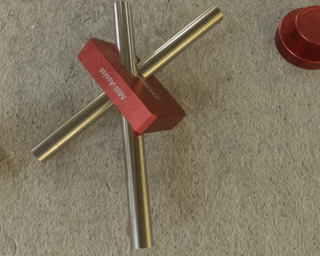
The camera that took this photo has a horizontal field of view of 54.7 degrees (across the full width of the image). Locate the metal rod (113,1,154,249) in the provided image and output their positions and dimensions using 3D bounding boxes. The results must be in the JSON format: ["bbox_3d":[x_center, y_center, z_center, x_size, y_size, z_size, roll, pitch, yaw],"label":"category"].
[{"bbox_3d":[-0.034,-0.016,0.371,0.025,0.025,0.299,-6,75,-2],"label":"metal rod"}]

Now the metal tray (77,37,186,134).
[{"bbox_3d":[-0.033,-0.053,0.392,0.030,0.090,0.130,-46,73,23],"label":"metal tray"}]

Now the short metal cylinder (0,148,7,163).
[{"bbox_3d":[-0.233,0.026,0.368,0.080,0.080,0.050,37,74,12],"label":"short metal cylinder"}]

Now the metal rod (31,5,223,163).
[{"bbox_3d":[-0.039,-0.060,0.406,0.301,0.025,0.025,-39,75,-4],"label":"metal rod"}]

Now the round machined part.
[{"bbox_3d":[0.224,-0.138,0.451,0.099,0.042,0.098,0,70,0],"label":"round machined part"}]
